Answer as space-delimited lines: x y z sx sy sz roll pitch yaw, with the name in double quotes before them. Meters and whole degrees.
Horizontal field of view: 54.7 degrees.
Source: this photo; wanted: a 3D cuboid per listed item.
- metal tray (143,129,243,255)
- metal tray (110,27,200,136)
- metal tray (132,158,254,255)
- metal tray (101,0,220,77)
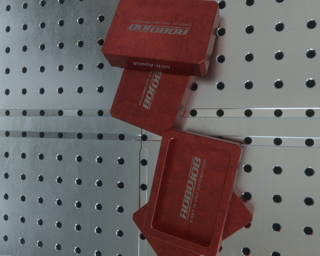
"metal tray" 0.038 0.072 0.363 0.090 0.030 0.129 13 94 19
"metal tray" -0.003 -0.062 0.410 0.090 0.030 0.129 22 97 18
"metal tray" 0.040 0.110 0.395 0.130 0.030 0.090 -40 78 15
"metal tray" 0.002 -0.117 0.390 0.130 0.030 0.090 10 71 17
